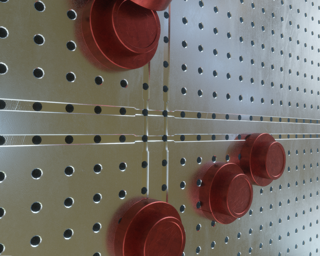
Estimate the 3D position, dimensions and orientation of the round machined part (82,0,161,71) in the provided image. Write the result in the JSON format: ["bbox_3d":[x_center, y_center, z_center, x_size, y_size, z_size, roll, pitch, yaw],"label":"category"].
[{"bbox_3d":[-0.038,-0.119,0.368,0.099,0.042,0.097,0,90,-40],"label":"round machined part"}]

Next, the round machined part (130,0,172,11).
[{"bbox_3d":[-0.021,-0.182,0.350,0.099,0.042,0.098,24,40,-23],"label":"round machined part"}]

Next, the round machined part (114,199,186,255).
[{"bbox_3d":[-0.005,0.143,0.396,0.099,0.042,0.097,0,90,-40],"label":"round machined part"}]

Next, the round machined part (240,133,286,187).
[{"bbox_3d":[0.193,0.058,0.563,0.099,0.042,0.097,0,90,-40],"label":"round machined part"}]

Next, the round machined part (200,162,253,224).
[{"bbox_3d":[0.112,0.105,0.495,0.099,0.042,0.097,0,90,-40],"label":"round machined part"}]
